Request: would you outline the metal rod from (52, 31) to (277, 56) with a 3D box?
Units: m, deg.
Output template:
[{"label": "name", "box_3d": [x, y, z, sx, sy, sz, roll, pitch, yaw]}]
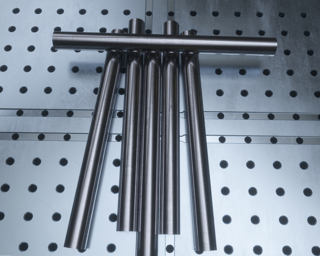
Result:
[{"label": "metal rod", "box_3d": [0.006, -0.116, 0.428, 0.302, 0.025, 0.025, 2, 70, 0]}]

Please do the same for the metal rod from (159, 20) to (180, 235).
[{"label": "metal rod", "box_3d": [0.014, -0.014, 0.418, 0.025, 0.025, 0.299, 1, 70, 0]}]

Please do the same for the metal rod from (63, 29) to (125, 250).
[{"label": "metal rod", "box_3d": [-0.080, 0.000, 0.410, 0.025, 0.025, 0.299, 7, 70, 2]}]

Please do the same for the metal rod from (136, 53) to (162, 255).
[{"label": "metal rod", "box_3d": [-0.013, 0.035, 0.399, 0.025, 0.025, 0.299, 1, 70, 0]}]

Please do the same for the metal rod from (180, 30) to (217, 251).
[{"label": "metal rod", "box_3d": [0.048, 0.002, 0.412, 0.025, 0.025, 0.299, -2, 70, -1]}]

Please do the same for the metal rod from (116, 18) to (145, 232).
[{"label": "metal rod", "box_3d": [-0.037, -0.018, 0.418, 0.025, 0.025, 0.299, 1, 70, 0]}]
